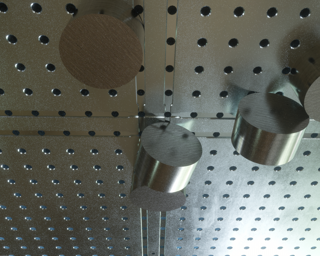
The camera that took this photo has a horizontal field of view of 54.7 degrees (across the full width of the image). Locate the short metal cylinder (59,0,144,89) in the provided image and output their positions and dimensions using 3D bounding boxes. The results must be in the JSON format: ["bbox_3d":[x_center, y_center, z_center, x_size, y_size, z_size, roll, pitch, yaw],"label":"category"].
[{"bbox_3d":[-0.057,-0.087,0.320,0.081,0.050,0.079,0,130,0],"label":"short metal cylinder"}]

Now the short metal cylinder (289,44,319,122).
[{"bbox_3d":[0.198,-0.052,0.354,0.081,0.050,0.079,0,130,0],"label":"short metal cylinder"}]

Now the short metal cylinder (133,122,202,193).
[{"bbox_3d":[0.009,0.037,0.408,0.081,0.080,0.050,11,129,-10],"label":"short metal cylinder"}]

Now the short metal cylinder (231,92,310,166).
[{"bbox_3d":[0.132,0.000,0.377,0.081,0.080,0.050,1,130,-1],"label":"short metal cylinder"}]

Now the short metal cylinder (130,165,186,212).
[{"bbox_3d":[-0.002,0.083,0.458,0.080,0.050,0.080,2,139,2],"label":"short metal cylinder"}]
